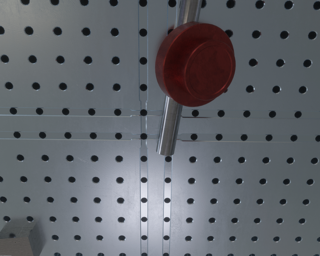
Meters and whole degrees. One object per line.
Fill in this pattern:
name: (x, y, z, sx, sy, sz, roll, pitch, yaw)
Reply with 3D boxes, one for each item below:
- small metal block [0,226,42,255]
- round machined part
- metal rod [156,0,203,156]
small metal block: (-0.218, 0.182, 0.478, 0.050, 0.025, 0.050, -5, 110, 1)
round machined part: (0.048, -0.070, 0.358, 0.099, 0.042, 0.097, -12, 117, -24)
metal rod: (0.029, -0.106, 0.374, 0.025, 0.025, 0.298, 8, 110, -3)
